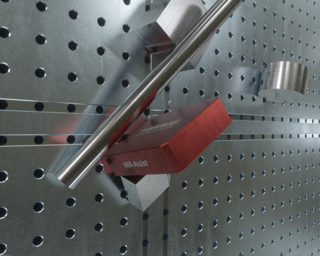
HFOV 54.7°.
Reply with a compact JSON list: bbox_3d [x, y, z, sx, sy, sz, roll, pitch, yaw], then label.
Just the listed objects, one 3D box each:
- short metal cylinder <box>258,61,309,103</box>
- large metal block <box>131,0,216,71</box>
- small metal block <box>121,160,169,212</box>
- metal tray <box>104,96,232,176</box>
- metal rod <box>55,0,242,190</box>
[{"bbox_3d":[0.223,-0.081,0.560,0.080,0.080,0.050,19,78,-39],"label":"short metal cylinder"},{"bbox_3d":[0.023,-0.132,0.412,0.080,0.050,0.080,44,64,-31],"label":"large metal block"},{"bbox_3d":[-0.017,0.066,0.384,0.050,0.025,0.050,-40,136,-33],"label":"small metal block"},{"bbox_3d":[0.004,0.013,0.342,0.091,0.130,0.030,-40,104,-33],"label":"metal tray"},{"bbox_3d":[-0.004,-0.054,0.358,0.300,0.025,0.025,-49,120,-12],"label":"metal rod"}]
